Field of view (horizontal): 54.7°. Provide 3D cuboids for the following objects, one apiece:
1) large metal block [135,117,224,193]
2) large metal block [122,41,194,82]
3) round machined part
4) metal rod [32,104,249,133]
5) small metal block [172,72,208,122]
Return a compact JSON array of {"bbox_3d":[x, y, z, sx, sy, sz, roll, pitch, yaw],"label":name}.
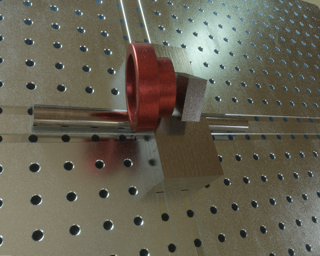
[{"bbox_3d":[0.022,0.031,0.385,0.081,0.050,0.080,1,61,-28],"label":"large metal block"},{"bbox_3d":[0.000,-0.069,0.434,0.081,0.050,0.080,1,62,-28],"label":"large metal block"},{"bbox_3d":[-0.011,-0.044,0.345,0.042,0.098,0.098,-3,63,-14],"label":"round machined part"},{"bbox_3d":[-0.006,-0.009,0.410,0.303,0.025,0.025,2,61,-27],"label":"metal rod"},{"bbox_3d":[0.028,-0.039,0.375,0.025,0.050,0.050,1,18,-28],"label":"small metal block"}]
